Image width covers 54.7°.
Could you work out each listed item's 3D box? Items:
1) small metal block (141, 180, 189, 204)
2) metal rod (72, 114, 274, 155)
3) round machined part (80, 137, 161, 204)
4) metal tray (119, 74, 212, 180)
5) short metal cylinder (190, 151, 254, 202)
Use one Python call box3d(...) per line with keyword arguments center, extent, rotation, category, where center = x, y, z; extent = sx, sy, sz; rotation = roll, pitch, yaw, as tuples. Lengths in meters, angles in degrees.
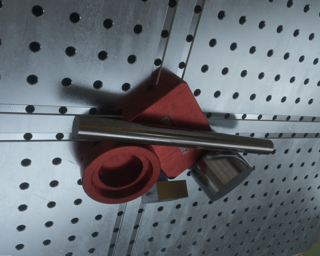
box3d(center=(0.006, 0.095, 0.457), extent=(0.050, 0.025, 0.050), rotation=(2, 161, -31), category="small metal block")
box3d(center=(0.040, 0.014, 0.402), extent=(0.302, 0.025, 0.025), rotation=(7, 115, -32), category="metal rod")
box3d(center=(-0.052, 0.048, 0.396), extent=(0.099, 0.042, 0.097), rotation=(-11, 128, -15), category="round machined part")
box3d(center=(0.017, 0.003, 0.422), extent=(0.090, 0.030, 0.130), rotation=(-37, 130, -4), category="metal tray")
box3d(center=(0.093, 0.067, 0.470), extent=(0.080, 0.050, 0.080), rotation=(-30, 154, -17), category="short metal cylinder")
